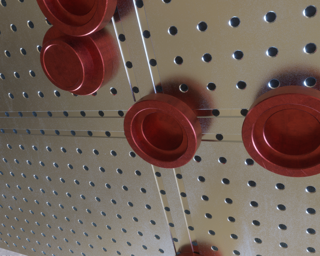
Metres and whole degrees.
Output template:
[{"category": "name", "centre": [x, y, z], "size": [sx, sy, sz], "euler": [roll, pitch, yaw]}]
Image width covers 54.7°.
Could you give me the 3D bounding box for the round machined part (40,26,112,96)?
[{"category": "round machined part", "centre": [-0.116, -0.087, 0.405], "size": [0.098, 0.042, 0.097], "euler": [13, 124, 20]}]

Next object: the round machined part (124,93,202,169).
[{"category": "round machined part", "centre": [0.007, 0.000, 0.396], "size": [0.098, 0.042, 0.097], "euler": [13, 124, 20]}]

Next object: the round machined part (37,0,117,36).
[{"category": "round machined part", "centre": [-0.090, -0.157, 0.348], "size": [0.098, 0.042, 0.097], "euler": [12, 122, 21]}]

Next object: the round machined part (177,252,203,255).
[{"category": "round machined part", "centre": [0.060, 0.265, 0.531], "size": [0.098, 0.042, 0.097], "euler": [13, 124, 20]}]

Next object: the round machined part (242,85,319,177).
[{"category": "round machined part", "centre": [0.140, 0.000, 0.326], "size": [0.098, 0.042, 0.097], "euler": [13, 124, 20]}]
